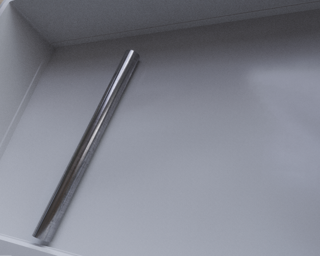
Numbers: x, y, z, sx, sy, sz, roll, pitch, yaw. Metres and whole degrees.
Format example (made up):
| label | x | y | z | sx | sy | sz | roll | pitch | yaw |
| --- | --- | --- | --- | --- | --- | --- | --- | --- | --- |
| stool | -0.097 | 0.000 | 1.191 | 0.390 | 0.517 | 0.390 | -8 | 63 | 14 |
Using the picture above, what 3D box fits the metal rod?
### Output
| label | x | y | z | sx | sy | sz | roll | pitch | yaw |
| --- | --- | --- | --- | --- | --- | --- | --- | --- | --- |
| metal rod | -0.098 | 0.012 | 0.447 | 0.025 | 0.025 | 0.300 | 9 | 66 | 32 |
